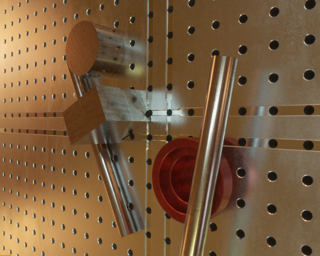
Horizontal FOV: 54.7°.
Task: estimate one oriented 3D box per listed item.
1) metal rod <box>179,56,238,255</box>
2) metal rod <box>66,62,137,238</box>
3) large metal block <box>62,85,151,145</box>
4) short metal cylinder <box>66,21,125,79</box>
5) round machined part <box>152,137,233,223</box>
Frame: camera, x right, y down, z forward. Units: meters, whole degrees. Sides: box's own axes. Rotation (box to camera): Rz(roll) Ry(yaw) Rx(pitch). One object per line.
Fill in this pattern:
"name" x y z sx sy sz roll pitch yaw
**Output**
"metal rod" 0.042 0.078 0.320 0.025 0.025 0.298 14 99 39
"metal rod" -0.098 0.021 0.490 0.025 0.025 0.299 -33 69 35
"large metal block" -0.075 -0.015 0.436 0.080 0.081 0.050 -30 71 36
"short metal cylinder" -0.100 -0.118 0.476 0.080 0.050 0.080 0 90 40
"round machined part" 0.041 0.060 0.365 0.098 0.042 0.097 0 90 40
